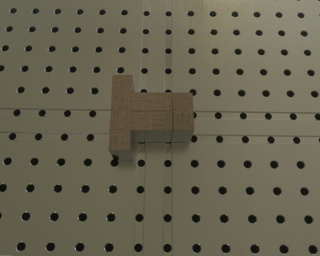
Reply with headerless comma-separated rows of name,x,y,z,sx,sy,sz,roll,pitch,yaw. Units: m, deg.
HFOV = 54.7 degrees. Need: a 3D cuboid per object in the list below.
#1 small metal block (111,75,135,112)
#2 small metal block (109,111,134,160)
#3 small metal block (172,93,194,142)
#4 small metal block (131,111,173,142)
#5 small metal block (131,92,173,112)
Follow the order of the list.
small metal block,-0.048,-0.036,0.410,0.025,0.050,0.050,0,70,0
small metal block,-0.048,0.011,0.393,0.025,0.050,0.050,0,70,0
small metal block,0.028,-0.013,0.403,0.025,0.050,0.050,0,70,0
small metal block,-0.010,-0.001,0.398,0.050,0.050,0.025,0,70,-1
small metal block,-0.010,-0.024,0.406,0.050,0.050,0.025,0,70,-1
